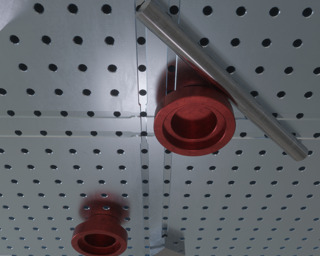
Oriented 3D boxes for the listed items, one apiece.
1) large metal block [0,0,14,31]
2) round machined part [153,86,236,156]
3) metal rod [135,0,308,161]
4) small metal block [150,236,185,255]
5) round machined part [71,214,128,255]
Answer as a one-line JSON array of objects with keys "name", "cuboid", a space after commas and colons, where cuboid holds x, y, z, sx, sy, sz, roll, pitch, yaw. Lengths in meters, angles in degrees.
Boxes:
[{"name": "large metal block", "cuboid": [-0.177, -0.136, 0.277, 0.080, 0.050, 0.080, 26, 125, -21]}, {"name": "round machined part", "cuboid": [0.042, -0.013, 0.388, 0.099, 0.042, 0.097, 1, 132, 2]}, {"name": "metal rod", "cuboid": [0.092, -0.042, 0.376, 0.301, 0.025, 0.025, 36, 121, -27]}, {"name": "small metal block", "cuboid": [0.015, 0.247, 0.622, 0.050, 0.025, 0.050, 29, 124, -23]}, {"name": "round machined part", "cuboid": [-0.107, 0.194, 0.565, 0.099, 0.042, 0.097, 0, 130, 0]}]
